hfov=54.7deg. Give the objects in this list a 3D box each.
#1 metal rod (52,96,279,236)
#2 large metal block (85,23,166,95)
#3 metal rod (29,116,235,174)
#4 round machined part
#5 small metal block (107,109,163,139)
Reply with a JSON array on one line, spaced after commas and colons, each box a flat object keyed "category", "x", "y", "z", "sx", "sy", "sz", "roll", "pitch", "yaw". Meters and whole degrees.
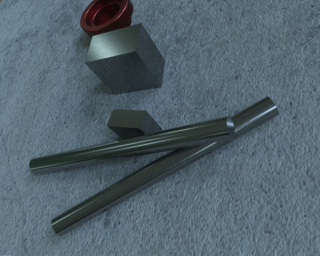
[{"category": "metal rod", "x": 0.000, "y": 0.050, "z": 0.372, "sx": 0.300, "sy": 0.025, "sz": 0.025, "roll": -30, "pitch": 52, "yaw": 8}, {"category": "large metal block", "x": -0.047, "y": -0.096, "z": 0.451, "sx": 0.080, "sy": 0.080, "sz": 0.050, "roll": -6, "pitch": 59, "yaw": 25}, {"category": "metal rod", "x": -0.055, "y": 0.028, "z": 0.394, "sx": 0.300, "sy": 0.025, "sz": 0.025, "roll": -12, "pitch": 56, "yaw": 28}, {"category": "round machined part", "x": -0.091, "y": -0.197, "z": 0.559, "sx": 0.098, "sy": 0.042, "sz": 0.098, "roll": -13, "pitch": 56, "yaw": 20}, {"category": "small metal block", "x": -0.032, "y": 0.000, "z": 0.403, "sx": 0.050, "sy": 0.050, "sz": 0.025, "roll": 4, "pitch": 64, "yaw": 30}]
